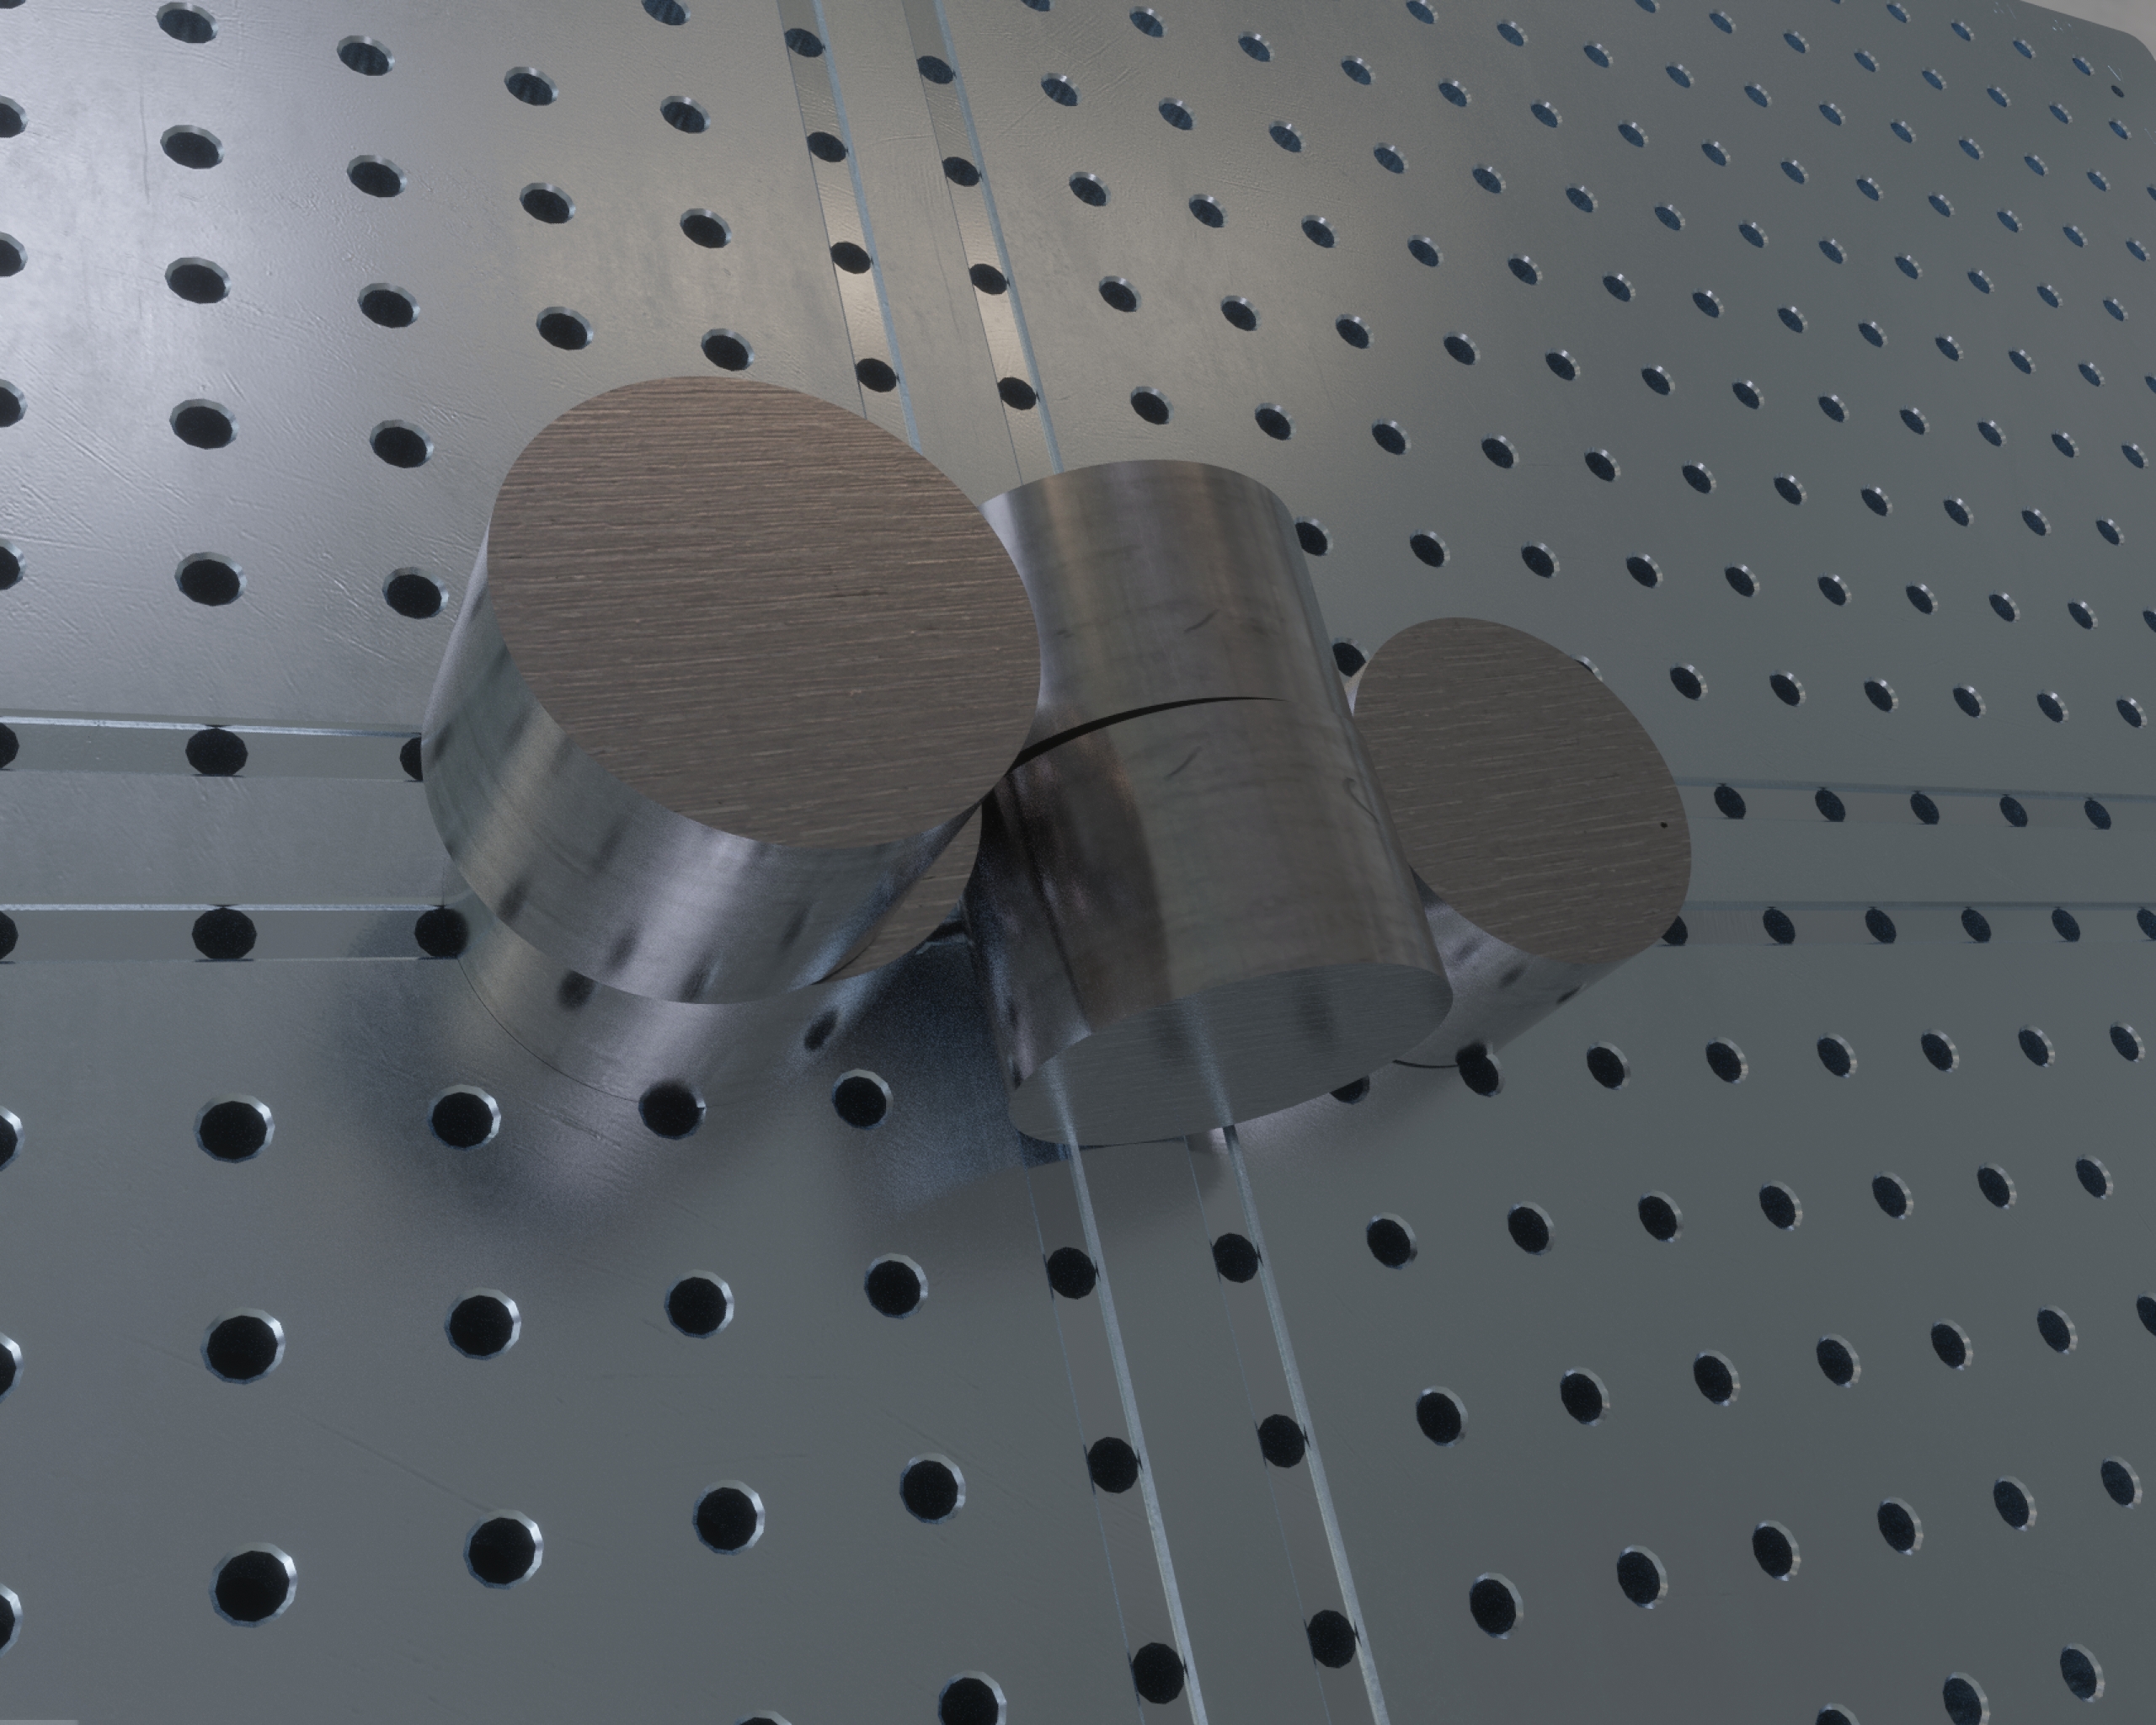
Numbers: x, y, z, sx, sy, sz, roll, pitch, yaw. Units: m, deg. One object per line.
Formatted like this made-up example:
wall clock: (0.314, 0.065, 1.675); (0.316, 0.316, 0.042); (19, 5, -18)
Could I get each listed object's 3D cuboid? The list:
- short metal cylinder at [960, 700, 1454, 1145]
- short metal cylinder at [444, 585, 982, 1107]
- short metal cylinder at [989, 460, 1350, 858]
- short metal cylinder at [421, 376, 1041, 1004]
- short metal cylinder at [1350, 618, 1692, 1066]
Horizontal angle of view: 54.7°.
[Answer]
short metal cylinder: (0.021, 0.013, 0.376); (0.081, 0.080, 0.050); (-1, 63, -29)
short metal cylinder: (-0.063, -0.004, 0.360); (0.081, 0.050, 0.080); (14, 56, -21)
short metal cylinder: (0.009, -0.032, 0.397); (0.081, 0.080, 0.050); (1, 62, -28)
short metal cylinder: (-0.053, -0.025, 0.313); (0.081, 0.050, 0.080); (14, 56, -21)
short metal cylinder: (0.079, -0.004, 0.436); (0.081, 0.050, 0.080); (14, 56, -21)
